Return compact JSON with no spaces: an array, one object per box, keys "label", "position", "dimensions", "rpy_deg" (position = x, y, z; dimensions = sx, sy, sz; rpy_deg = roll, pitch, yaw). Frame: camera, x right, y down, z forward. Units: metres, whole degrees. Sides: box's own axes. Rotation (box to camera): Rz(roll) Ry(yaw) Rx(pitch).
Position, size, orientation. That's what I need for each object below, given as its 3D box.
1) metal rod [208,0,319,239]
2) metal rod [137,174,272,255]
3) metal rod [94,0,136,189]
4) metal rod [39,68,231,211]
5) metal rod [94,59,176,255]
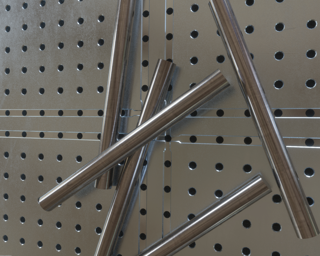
[{"label":"metal rod","position":[0.121,-0.019,0.369],"dimensions":[0.025,0.025,0.299],"rpy_deg":[-21,83,18]},{"label":"metal rod","position":[0.012,0.155,0.407],"dimensions":[0.300,0.025,0.025],"rpy_deg":[-39,78,15]},{"label":"metal rod","position":[-0.061,-0.064,0.432],"dimensions":[0.025,0.025,0.298],"rpy_deg":[9,93,19]},{"label":"metal rod","position":[-0.043,0.024,0.398],"dimensions":[0.300,0.025,0.025],"rpy_deg":[-35,79,16]},{"label":"metal rod","position":[-0.038,0.053,0.424],"dimensions":[0.025,0.025,0.298],"rpy_deg":[21,97,18]}]
